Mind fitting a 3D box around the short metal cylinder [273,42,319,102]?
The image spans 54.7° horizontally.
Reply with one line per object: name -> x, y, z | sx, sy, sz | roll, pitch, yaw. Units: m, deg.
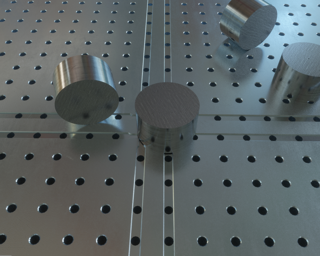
short metal cylinder -> 0.218, -0.084, 0.465 | 0.081, 0.050, 0.080 | 0, 50, 0

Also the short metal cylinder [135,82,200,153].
short metal cylinder -> 0.009, -0.014, 0.404 | 0.081, 0.050, 0.080 | 0, 50, 0

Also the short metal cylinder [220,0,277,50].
short metal cylinder -> 0.150, -0.181, 0.526 | 0.081, 0.080, 0.050 | -24, 55, -19

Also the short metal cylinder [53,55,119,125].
short metal cylinder -> -0.099, -0.049, 0.412 | 0.081, 0.080, 0.050 | -12, 51, -10
